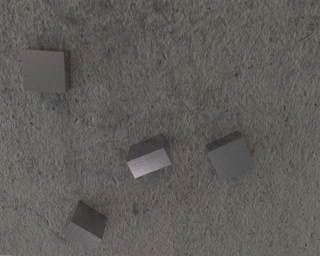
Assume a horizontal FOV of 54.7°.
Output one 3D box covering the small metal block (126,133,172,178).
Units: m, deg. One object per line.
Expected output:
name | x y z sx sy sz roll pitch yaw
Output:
small metal block | -0.014 0.035 0.409 0.050 0.050 0.025 -22 109 8

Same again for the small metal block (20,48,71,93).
small metal block | -0.139 -0.071 0.382 0.050 0.025 0.050 3 110 -2

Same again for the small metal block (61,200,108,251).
small metal block | -0.107 0.140 0.447 0.050 0.050 0.025 36 106 -12

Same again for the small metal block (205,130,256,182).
small metal block | 0.096 0.039 0.425 0.050 0.025 0.050 -25 108 8
